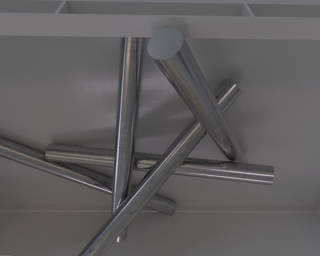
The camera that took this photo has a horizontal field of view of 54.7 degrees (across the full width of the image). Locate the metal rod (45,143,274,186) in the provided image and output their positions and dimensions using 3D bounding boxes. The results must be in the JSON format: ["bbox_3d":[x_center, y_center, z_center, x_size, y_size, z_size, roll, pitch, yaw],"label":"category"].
[{"bbox_3d":[-0.007,0.047,0.414,0.301,0.025,0.025,5,131,9],"label":"metal rod"}]

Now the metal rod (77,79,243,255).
[{"bbox_3d":[-0.006,0.063,0.388,0.025,0.025,0.299,36,98,-26],"label":"metal rod"}]

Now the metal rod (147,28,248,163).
[{"bbox_3d":[0.061,-0.001,0.330,0.025,0.025,0.300,-19,152,16],"label":"metal rod"}]

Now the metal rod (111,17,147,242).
[{"bbox_3d":[-0.043,0.021,0.380,0.025,0.025,0.298,5,116,-5],"label":"metal rod"}]

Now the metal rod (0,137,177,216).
[{"bbox_3d":[-0.108,0.078,0.473,0.302,0.025,0.025,25,126,-20],"label":"metal rod"}]
